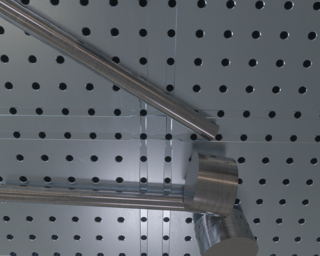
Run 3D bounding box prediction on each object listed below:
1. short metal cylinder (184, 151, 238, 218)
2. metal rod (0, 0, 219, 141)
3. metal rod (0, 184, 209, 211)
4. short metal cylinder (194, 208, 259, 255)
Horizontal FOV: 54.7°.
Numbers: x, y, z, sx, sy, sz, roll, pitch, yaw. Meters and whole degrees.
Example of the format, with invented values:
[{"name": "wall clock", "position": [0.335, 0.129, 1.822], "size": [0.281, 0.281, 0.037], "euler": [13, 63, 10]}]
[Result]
[{"name": "short metal cylinder", "position": [0.066, 0.075, 0.412], "size": [0.050, 0.080, 0.079], "euler": [11, 110, -4]}, {"name": "metal rod", "position": [-0.056, -0.068, 0.387], "size": [0.301, 0.025, 0.025], "euler": [30, 107, -11]}, {"name": "metal rod", "position": [-0.078, 0.102, 0.450], "size": [0.302, 0.025, 0.025], "euler": [4, 110, -2]}, {"name": "short metal cylinder", "position": [0.095, 0.162, 0.450], "size": [0.081, 0.050, 0.079], "euler": [-5, 125, -6]}]
